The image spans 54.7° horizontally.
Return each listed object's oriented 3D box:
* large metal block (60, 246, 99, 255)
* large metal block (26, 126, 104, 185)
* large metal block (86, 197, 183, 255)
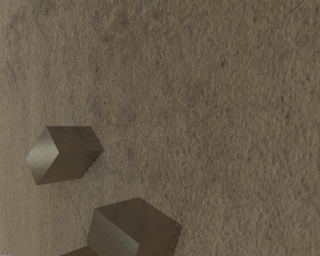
[{"bbox_3d":[-0.130,0.237,0.474,0.050,0.081,0.079,27,107,36],"label":"large metal block"},{"bbox_3d":[-0.150,0.042,0.490,0.080,0.081,0.050,-49,62,29],"label":"large metal block"},{"bbox_3d":[-0.032,0.136,0.394,0.080,0.081,0.050,24,105,37],"label":"large metal block"}]
